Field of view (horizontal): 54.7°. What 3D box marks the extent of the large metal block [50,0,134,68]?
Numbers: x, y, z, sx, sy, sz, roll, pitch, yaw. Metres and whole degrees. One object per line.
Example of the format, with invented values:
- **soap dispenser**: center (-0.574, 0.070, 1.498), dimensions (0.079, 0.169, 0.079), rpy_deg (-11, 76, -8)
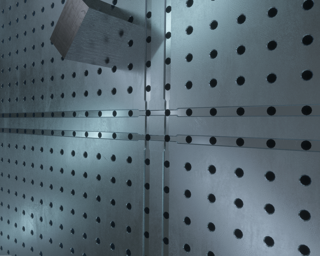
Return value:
- **large metal block**: center (-0.100, -0.141, 0.453), dimensions (0.050, 0.081, 0.080), rpy_deg (51, 120, 28)
